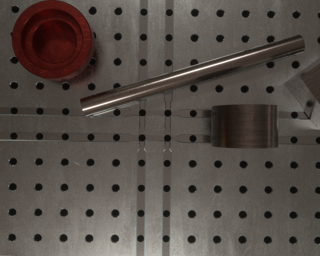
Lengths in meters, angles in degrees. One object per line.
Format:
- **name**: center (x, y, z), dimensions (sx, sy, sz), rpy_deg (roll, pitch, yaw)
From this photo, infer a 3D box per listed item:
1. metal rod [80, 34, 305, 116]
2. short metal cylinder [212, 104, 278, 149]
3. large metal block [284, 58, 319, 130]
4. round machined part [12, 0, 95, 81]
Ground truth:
- **metal rod**: center (0.043, -0.070, 0.413), dimensions (0.302, 0.025, 0.025), rpy_deg (-17, 90, -1)
- **short metal cylinder**: center (0.105, -0.002, 0.387), dimensions (0.081, 0.080, 0.050), rpy_deg (0, 90, -1)
- **large metal block**: center (0.228, -0.053, 0.404), dimensions (0.080, 0.050, 0.080), rpy_deg (-36, 90, 0)
- **round machined part**: center (-0.134, -0.110, 0.403), dimensions (0.099, 0.042, 0.097), rpy_deg (0, 90, -1)
